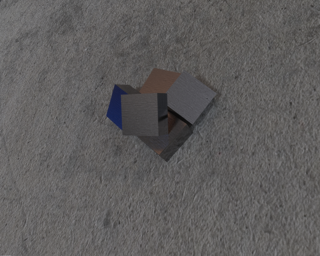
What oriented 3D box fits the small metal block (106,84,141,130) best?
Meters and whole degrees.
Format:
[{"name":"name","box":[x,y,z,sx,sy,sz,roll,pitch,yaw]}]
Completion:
[{"name":"small metal block","box":[-0.045,-0.027,0.429,0.050,0.025,0.050,38,119,37]}]

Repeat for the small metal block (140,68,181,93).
[{"name":"small metal block","box":[0.004,-0.053,0.435,0.050,0.025,0.050,19,71,35]}]

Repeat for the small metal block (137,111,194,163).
[{"name":"small metal block","box":[0.005,0.008,0.397,0.050,0.025,0.050,-48,52,-6]}]

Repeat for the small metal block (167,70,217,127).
[{"name":"small metal block","box":[0.035,-0.037,0.394,0.050,0.025,0.050,37,81,4]}]

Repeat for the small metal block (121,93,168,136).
[{"name":"small metal block","box":[-0.019,-0.016,0.377,0.050,0.025,0.050,0,94,28]}]
